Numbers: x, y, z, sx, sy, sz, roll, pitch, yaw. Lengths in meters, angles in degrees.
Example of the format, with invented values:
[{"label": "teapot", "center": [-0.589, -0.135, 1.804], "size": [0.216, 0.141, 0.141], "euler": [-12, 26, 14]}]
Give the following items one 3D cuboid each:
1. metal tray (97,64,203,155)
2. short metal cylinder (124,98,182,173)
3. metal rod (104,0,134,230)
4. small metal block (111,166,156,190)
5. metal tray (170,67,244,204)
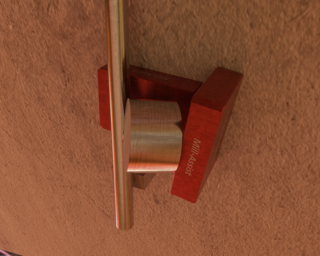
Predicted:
[{"label": "metal tray", "center": [-0.015, -0.027, 0.394], "size": [0.130, 0.030, 0.089], "euler": [17, 125, 18]}, {"label": "short metal cylinder", "center": [-0.011, 0.009, 0.335], "size": [0.050, 0.080, 0.079], "euler": [2, 126, -12]}, {"label": "metal rod", "center": [-0.048, -0.002, 0.380], "size": [0.025, 0.025, 0.298], "euler": [10, 114, 22]}, {"label": "small metal block", "center": [-0.034, 0.057, 0.444], "size": [0.050, 0.050, 0.025], "euler": [12, 123, 21]}, {"label": "metal tray", "center": [0.051, 0.008, 0.343], "size": [0.030, 0.090, 0.129], "euler": [21, 126, 16]}]
